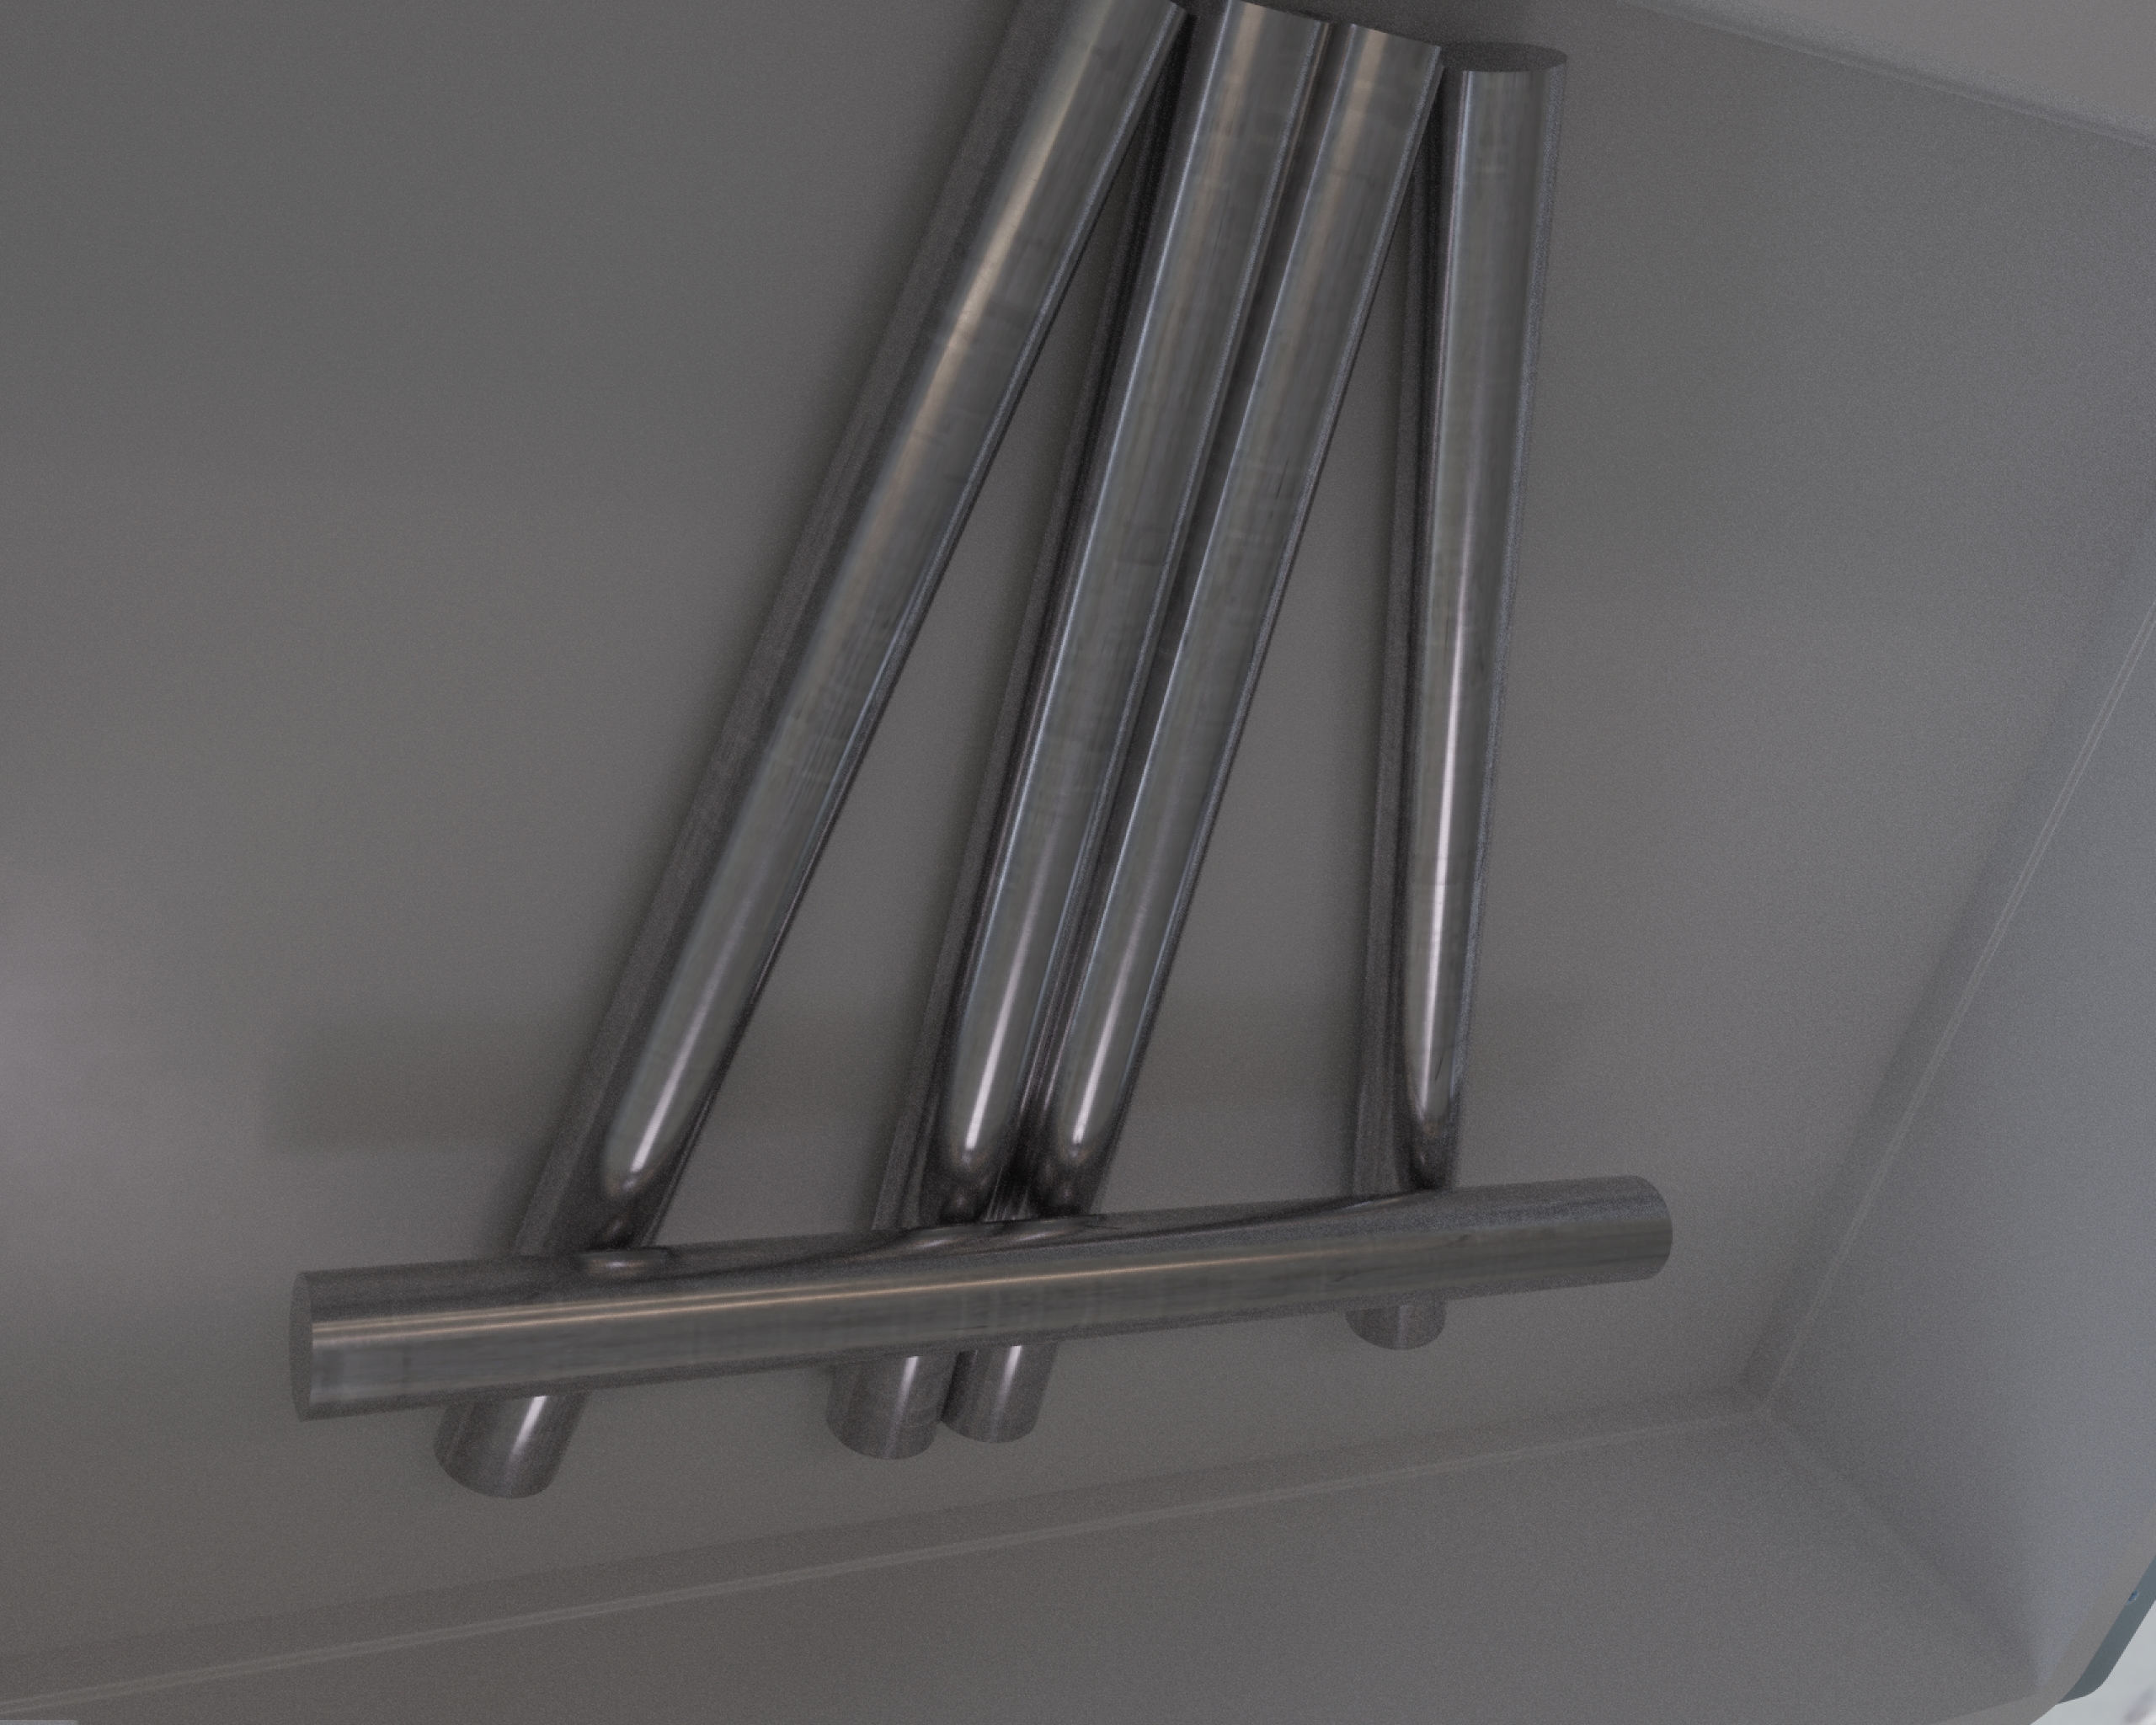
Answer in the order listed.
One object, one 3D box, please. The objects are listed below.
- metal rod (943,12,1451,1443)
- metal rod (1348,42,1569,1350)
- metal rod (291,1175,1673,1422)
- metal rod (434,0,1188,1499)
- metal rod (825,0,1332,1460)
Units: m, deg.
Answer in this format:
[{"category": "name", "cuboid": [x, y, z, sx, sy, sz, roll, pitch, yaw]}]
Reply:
[{"category": "metal rod", "cuboid": [0.014, -0.008, 0.410, 0.025, 0.025, 0.298, 1, 118, -29]}, {"category": "metal rod", "cuboid": [0.076, -0.013, 0.440, 0.025, 0.025, 0.298, -15, 125, -20]}, {"category": "metal rod", "cuboid": [0.001, 0.085, 0.426, 0.303, 0.025, 0.025, 1, 118, -29]}, {"category": "metal rod", "cuboid": [-0.055, -0.010, 0.371, 0.025, 0.025, 0.298, 13, 112, -34]}, {"category": "metal rod", "cuboid": [-0.007, -0.008, 0.398, 0.025, 0.025, 0.298, 1, 118, -29]}]
